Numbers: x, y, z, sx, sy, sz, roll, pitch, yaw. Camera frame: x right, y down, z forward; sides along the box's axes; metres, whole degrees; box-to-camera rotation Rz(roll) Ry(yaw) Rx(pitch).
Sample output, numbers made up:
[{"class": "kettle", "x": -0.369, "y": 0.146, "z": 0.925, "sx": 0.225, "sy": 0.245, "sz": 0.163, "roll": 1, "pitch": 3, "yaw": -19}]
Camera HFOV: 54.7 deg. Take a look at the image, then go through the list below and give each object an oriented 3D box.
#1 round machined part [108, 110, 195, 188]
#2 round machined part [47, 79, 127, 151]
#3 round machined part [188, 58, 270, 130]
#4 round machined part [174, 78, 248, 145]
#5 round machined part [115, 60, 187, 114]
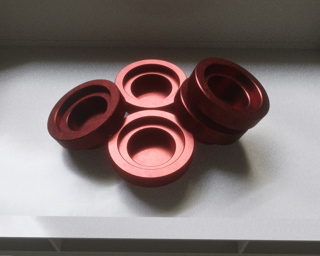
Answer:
[{"class": "round machined part", "x": -0.010, "y": 0.028, "z": 0.367, "sx": 0.099, "sy": 0.042, "sz": 0.098, "roll": 0, "pitch": 50, "yaw": 0}, {"class": "round machined part", "x": -0.086, "y": -0.012, "z": 0.388, "sx": 0.098, "sy": 0.042, "sz": 0.098, "roll": -13, "pitch": 48, "yaw": 16}, {"class": "round machined part", "x": 0.077, "y": -0.036, "z": 0.372, "sx": 0.099, "sy": 0.042, "sz": 0.098, "roll": 15, "pitch": 48, "yaw": -17}, {"class": "round machined part", "x": 0.062, "y": -0.018, "z": 0.393, "sx": 0.099, "sy": 0.042, "sz": 0.098, "roll": 15, "pitch": 47, "yaw": -17}, {"class": "round machined part", "x": -0.012, "y": -0.048, "z": 0.432, "sx": 0.099, "sy": 0.042, "sz": 0.098, "roll": 0, "pitch": 50, "yaw": 0}]
